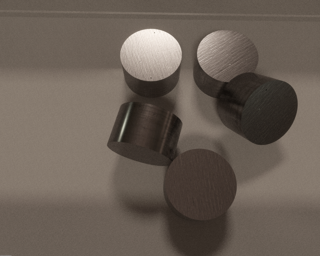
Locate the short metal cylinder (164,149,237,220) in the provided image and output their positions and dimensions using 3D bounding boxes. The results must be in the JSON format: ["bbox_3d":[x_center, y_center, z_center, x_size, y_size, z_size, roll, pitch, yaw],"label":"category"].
[{"bbox_3d":[0.045,0.069,0.370,0.081,0.050,0.080,1,72,-2],"label":"short metal cylinder"}]

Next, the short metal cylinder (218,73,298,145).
[{"bbox_3d":[0.121,-0.025,0.385,0.081,0.050,0.079,-8,112,-20],"label":"short metal cylinder"}]

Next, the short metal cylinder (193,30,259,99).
[{"bbox_3d":[0.089,-0.087,0.429,0.081,0.050,0.080,0,70,0],"label":"short metal cylinder"}]

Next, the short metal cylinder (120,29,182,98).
[{"bbox_3d":[-0.012,-0.088,0.429,0.081,0.050,0.080,0,70,0],"label":"short metal cylinder"}]

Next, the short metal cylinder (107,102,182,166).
[{"bbox_3d":[-0.018,0.009,0.377,0.080,0.080,0.050,14,71,5],"label":"short metal cylinder"}]
